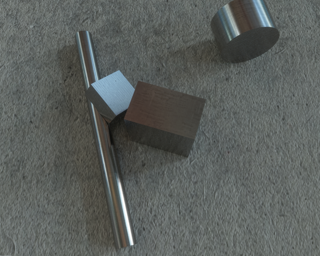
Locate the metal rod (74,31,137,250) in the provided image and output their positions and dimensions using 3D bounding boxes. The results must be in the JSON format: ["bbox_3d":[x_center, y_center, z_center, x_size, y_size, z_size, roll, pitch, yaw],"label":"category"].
[{"bbox_3d":[-0.076,0.001,0.406,0.025,0.025,0.299,-13,71,-5],"label":"metal rod"}]

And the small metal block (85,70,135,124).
[{"bbox_3d":[-0.060,-0.041,0.406,0.050,0.025,0.050,51,50,1],"label":"small metal block"}]

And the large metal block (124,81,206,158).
[{"bbox_3d":[0.006,-0.008,0.382,0.080,0.080,0.050,16,71,5],"label":"large metal block"}]

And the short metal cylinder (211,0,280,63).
[{"bbox_3d":[0.116,-0.134,0.429,0.081,0.080,0.050,-13,71,-5],"label":"short metal cylinder"}]
